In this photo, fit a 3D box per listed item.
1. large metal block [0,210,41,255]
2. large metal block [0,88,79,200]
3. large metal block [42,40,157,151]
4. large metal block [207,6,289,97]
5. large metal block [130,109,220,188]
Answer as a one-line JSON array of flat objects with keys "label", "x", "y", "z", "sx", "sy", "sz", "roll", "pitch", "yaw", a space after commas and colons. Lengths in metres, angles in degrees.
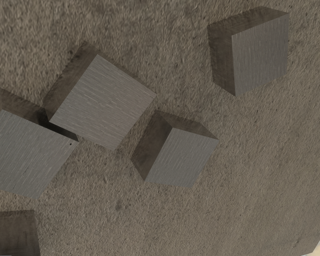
[{"label": "large metal block", "x": -0.180, "y": 0.157, "z": 0.370, "sx": 0.050, "sy": 0.080, "sz": 0.079, "roll": 5, "pitch": 116, "yaw": -31}, {"label": "large metal block", "x": -0.146, "y": 0.018, "z": 0.322, "sx": 0.080, "sy": 0.050, "sz": 0.080, "roll": 30, "pitch": 102, "yaw": -38}, {"label": "large metal block", "x": -0.065, "y": -0.033, "z": 0.334, "sx": 0.080, "sy": 0.050, "sz": 0.080, "roll": 31, "pitch": 101, "yaw": -38}, {"label": "large metal block", "x": 0.111, "y": -0.098, "z": 0.391, "sx": 0.081, "sy": 0.050, "sz": 0.080, "roll": -24, "pitch": 127, "yaw": -14}, {"label": "large metal block", "x": 0.019, "y": 0.030, "z": 0.419, "sx": 0.081, "sy": 0.050, "sz": 0.080, "roll": 15, "pitch": 111, "yaw": -35}]
